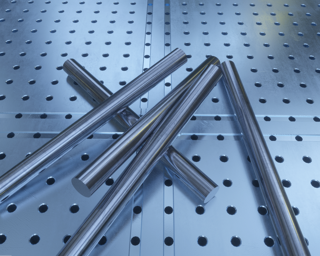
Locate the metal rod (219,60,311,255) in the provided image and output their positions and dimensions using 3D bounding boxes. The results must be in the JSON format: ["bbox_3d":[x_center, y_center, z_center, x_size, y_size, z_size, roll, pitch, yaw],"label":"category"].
[{"bbox_3d":[0.121,0.017,0.394,0.025,0.025,0.300,-4,50,-4],"label":"metal rod"}]

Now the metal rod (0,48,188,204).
[{"bbox_3d":[-0.080,-0.012,0.389,0.301,0.025,0.025,-40,60,-19],"label":"metal rod"}]

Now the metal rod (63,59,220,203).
[{"bbox_3d":[-0.042,-0.012,0.416,0.025,0.025,0.300,-34,58,-25],"label":"metal rod"}]

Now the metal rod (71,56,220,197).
[{"bbox_3d":[0.004,-0.023,0.399,0.025,0.025,0.302,27,46,20],"label":"metal rod"}]

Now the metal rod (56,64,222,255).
[{"bbox_3d":[-0.013,0.032,0.351,0.025,0.025,0.301,28,64,21],"label":"metal rod"}]
